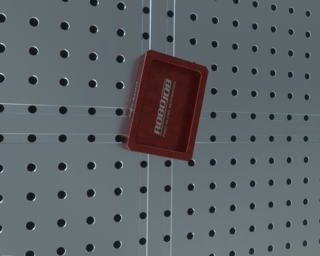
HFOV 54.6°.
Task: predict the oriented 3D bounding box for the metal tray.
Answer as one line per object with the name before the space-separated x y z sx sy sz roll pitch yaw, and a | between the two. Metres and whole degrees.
metal tray | 0.008 -0.028 0.412 0.091 0.030 0.129 13 86 -20
